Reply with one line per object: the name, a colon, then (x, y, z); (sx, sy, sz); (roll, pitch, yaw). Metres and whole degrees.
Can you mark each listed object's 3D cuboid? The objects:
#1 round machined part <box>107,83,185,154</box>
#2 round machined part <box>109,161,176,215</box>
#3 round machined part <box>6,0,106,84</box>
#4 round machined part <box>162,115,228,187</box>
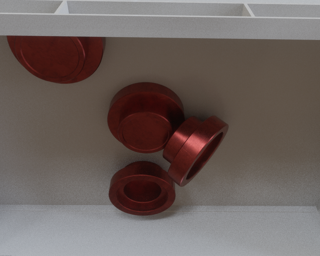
round machined part: (-0.017, -0.005, 0.393); (0.099, 0.042, 0.097); (0, 130, 0)
round machined part: (-0.026, 0.088, 0.472); (0.099, 0.042, 0.097); (0, 130, 0)
round machined part: (-0.109, -0.087, 0.323); (0.099, 0.042, 0.097); (0, 130, 0)
round machined part: (0.041, 0.024, 0.395); (0.042, 0.099, 0.097); (37, 130, 18)
